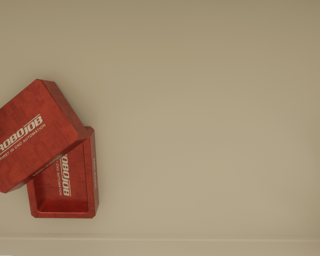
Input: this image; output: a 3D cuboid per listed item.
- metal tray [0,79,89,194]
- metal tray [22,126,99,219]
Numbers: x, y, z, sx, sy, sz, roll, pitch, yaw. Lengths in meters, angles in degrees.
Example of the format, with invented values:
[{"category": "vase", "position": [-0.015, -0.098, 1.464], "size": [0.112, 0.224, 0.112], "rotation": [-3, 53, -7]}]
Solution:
[{"category": "metal tray", "position": [-0.168, 0.011, 0.393], "size": [0.130, 0.030, 0.090], "rotation": [-35, 85, 12]}, {"category": "metal tray", "position": [-0.136, 0.063, 0.430], "size": [0.091, 0.030, 0.129], "rotation": [1, 110, -1]}]
